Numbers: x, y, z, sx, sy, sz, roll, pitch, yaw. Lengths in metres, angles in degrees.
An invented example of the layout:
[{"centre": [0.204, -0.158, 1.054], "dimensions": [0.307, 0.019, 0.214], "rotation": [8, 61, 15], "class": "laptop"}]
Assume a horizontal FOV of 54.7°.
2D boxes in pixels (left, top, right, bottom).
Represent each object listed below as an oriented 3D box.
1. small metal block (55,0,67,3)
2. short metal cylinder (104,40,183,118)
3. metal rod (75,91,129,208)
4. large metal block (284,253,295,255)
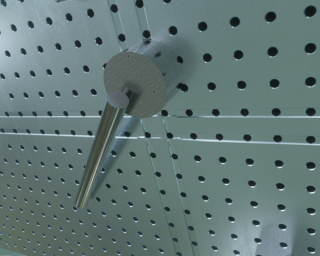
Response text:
[{"centre": [-0.117, -0.184, 0.357], "dimensions": [0.050, 0.025, 0.050], "rotation": [-35, 99, 38], "class": "small metal block"}, {"centre": [-0.019, -0.058, 0.367], "dimensions": [0.080, 0.050, 0.079], "rotation": [13, 124, 20], "class": "short metal cylinder"}, {"centre": [-0.095, 0.052, 0.456], "dimensions": [0.025, 0.025, 0.298], "rotation": [35, 140, 4], "class": "metal rod"}, {"centre": [0.167, 0.235, 0.433], "dimensions": [0.050, 0.080, 0.080], "rotation": [42, 129, -1], "class": "large metal block"}]
